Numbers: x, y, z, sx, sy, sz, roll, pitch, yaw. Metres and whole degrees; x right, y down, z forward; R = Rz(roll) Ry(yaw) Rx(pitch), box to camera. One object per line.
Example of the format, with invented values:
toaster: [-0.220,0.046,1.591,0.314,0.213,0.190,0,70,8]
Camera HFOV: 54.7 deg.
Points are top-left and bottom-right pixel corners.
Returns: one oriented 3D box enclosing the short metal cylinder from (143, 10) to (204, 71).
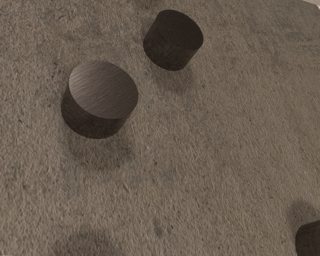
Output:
short metal cylinder: [0.020,-0.137,0.484,0.081,0.050,0.080,14,56,-21]

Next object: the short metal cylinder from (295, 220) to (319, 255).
short metal cylinder: [0.232,0.164,0.416,0.081,0.050,0.080,14,56,-21]

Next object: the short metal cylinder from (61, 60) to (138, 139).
short metal cylinder: [-0.073,-0.033,0.370,0.081,0.050,0.080,14,56,-21]
